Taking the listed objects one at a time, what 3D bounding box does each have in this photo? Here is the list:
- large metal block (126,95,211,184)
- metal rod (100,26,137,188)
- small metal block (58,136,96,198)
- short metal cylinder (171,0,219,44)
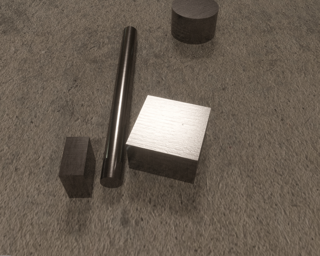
[{"bbox_3d":[0.012,0.012,0.377,0.080,0.050,0.080,13,51,10],"label":"large metal block"},{"bbox_3d":[-0.054,-0.053,0.446,0.025,0.025,0.300,1,50,0],"label":"metal rod"},{"bbox_3d":[-0.091,0.045,0.348,0.025,0.050,0.050,-1,50,-1],"label":"small metal block"},{"bbox_3d":[0.061,-0.193,0.550,0.081,0.050,0.080,0,50,0],"label":"short metal cylinder"}]
